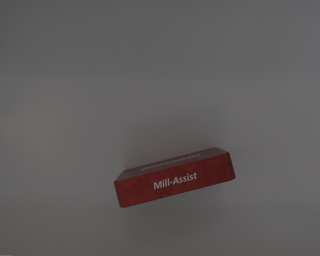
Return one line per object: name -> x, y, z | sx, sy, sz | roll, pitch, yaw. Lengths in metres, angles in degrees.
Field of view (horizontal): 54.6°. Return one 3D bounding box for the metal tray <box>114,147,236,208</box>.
metal tray -> 0.016, 0.057, 0.379 | 0.131, 0.090, 0.030 | -14, 90, 0
